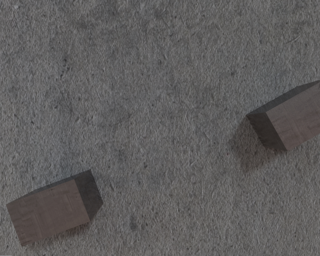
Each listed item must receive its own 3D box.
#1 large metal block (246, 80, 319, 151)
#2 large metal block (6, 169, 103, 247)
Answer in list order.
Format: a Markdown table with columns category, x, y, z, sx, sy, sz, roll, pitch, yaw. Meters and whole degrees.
| category | x | y | z | sx | sy | sz | roll | pitch | yaw |
| --- | --- | --- | --- | --- | --- | --- | --- | --- | --- |
| large metal block | 0.165 | -0.016 | 0.384 | 0.080 | 0.080 | 0.050 | -29 | 90 | 0 |
| large metal block | -0.123 | 0.093 | 0.381 | 0.080 | 0.080 | 0.050 | -21 | 90 | 0 |
